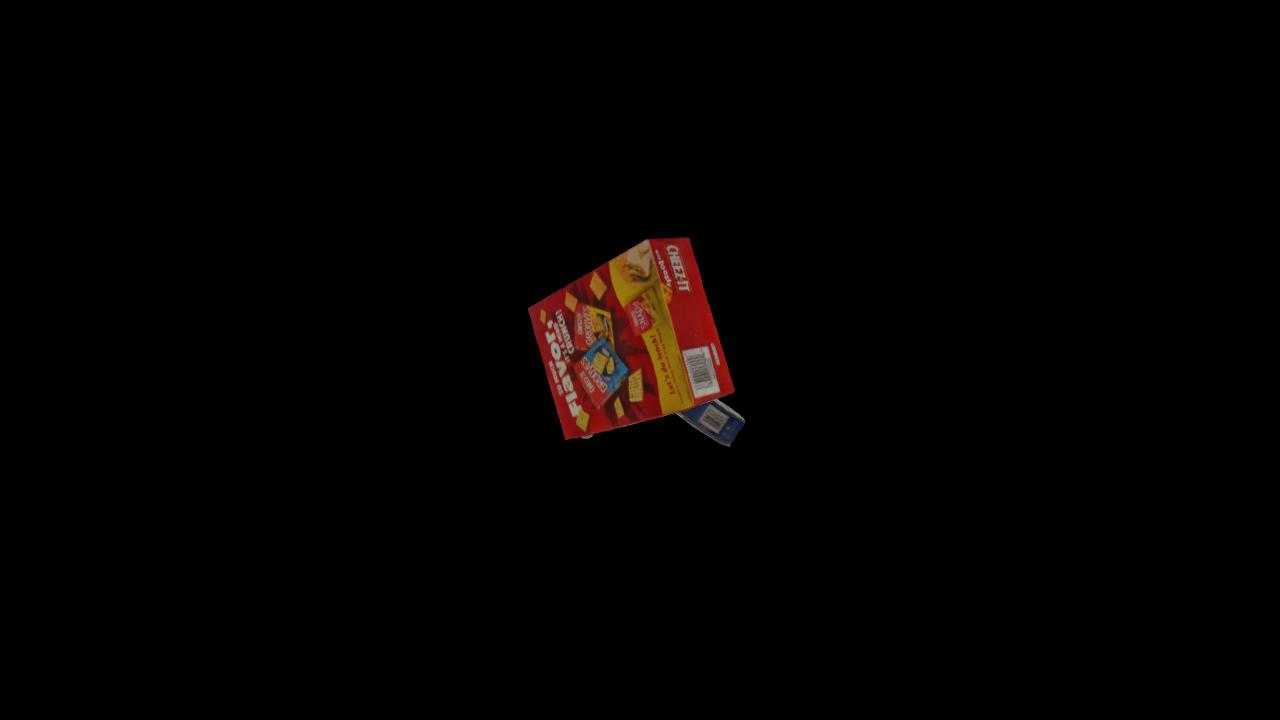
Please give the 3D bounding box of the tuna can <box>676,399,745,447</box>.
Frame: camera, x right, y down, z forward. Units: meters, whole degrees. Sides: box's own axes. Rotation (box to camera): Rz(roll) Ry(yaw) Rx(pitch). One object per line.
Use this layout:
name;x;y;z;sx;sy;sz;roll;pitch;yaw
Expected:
tuna can;0.069;0.054;0.652;0.084;0.034;0.084;33;4;-2

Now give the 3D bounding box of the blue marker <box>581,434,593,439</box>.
blue marker;-0.057;0.043;0.711;0.020;0.121;0.020;7;38;-5

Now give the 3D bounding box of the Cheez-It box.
Cheez-It box;-0.020;-0.013;0.662;0.071;0.166;0.223;-11;-7;-43
